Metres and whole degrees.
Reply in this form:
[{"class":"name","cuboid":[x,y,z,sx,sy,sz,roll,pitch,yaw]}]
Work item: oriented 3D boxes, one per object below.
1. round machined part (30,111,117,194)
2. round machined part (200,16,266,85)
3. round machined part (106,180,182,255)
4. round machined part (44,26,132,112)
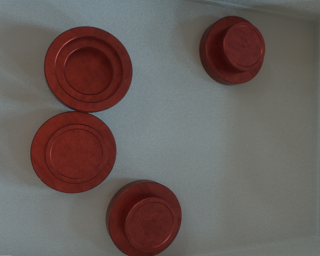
[{"class":"round machined part","cuboid":[-0.100,0.029,0.365,0.099,0.042,0.097,0,90,-21]},{"class":"round machined part","cuboid":[0.110,-0.112,0.444,0.099,0.042,0.097,0,90,-21]},{"class":"round machined part","cuboid":[-0.017,0.118,0.397,0.099,0.042,0.097,0,90,-21]},{"class":"round machined part","cuboid":[-0.086,-0.067,0.370,0.099,0.042,0.097,0,90,-21]}]
